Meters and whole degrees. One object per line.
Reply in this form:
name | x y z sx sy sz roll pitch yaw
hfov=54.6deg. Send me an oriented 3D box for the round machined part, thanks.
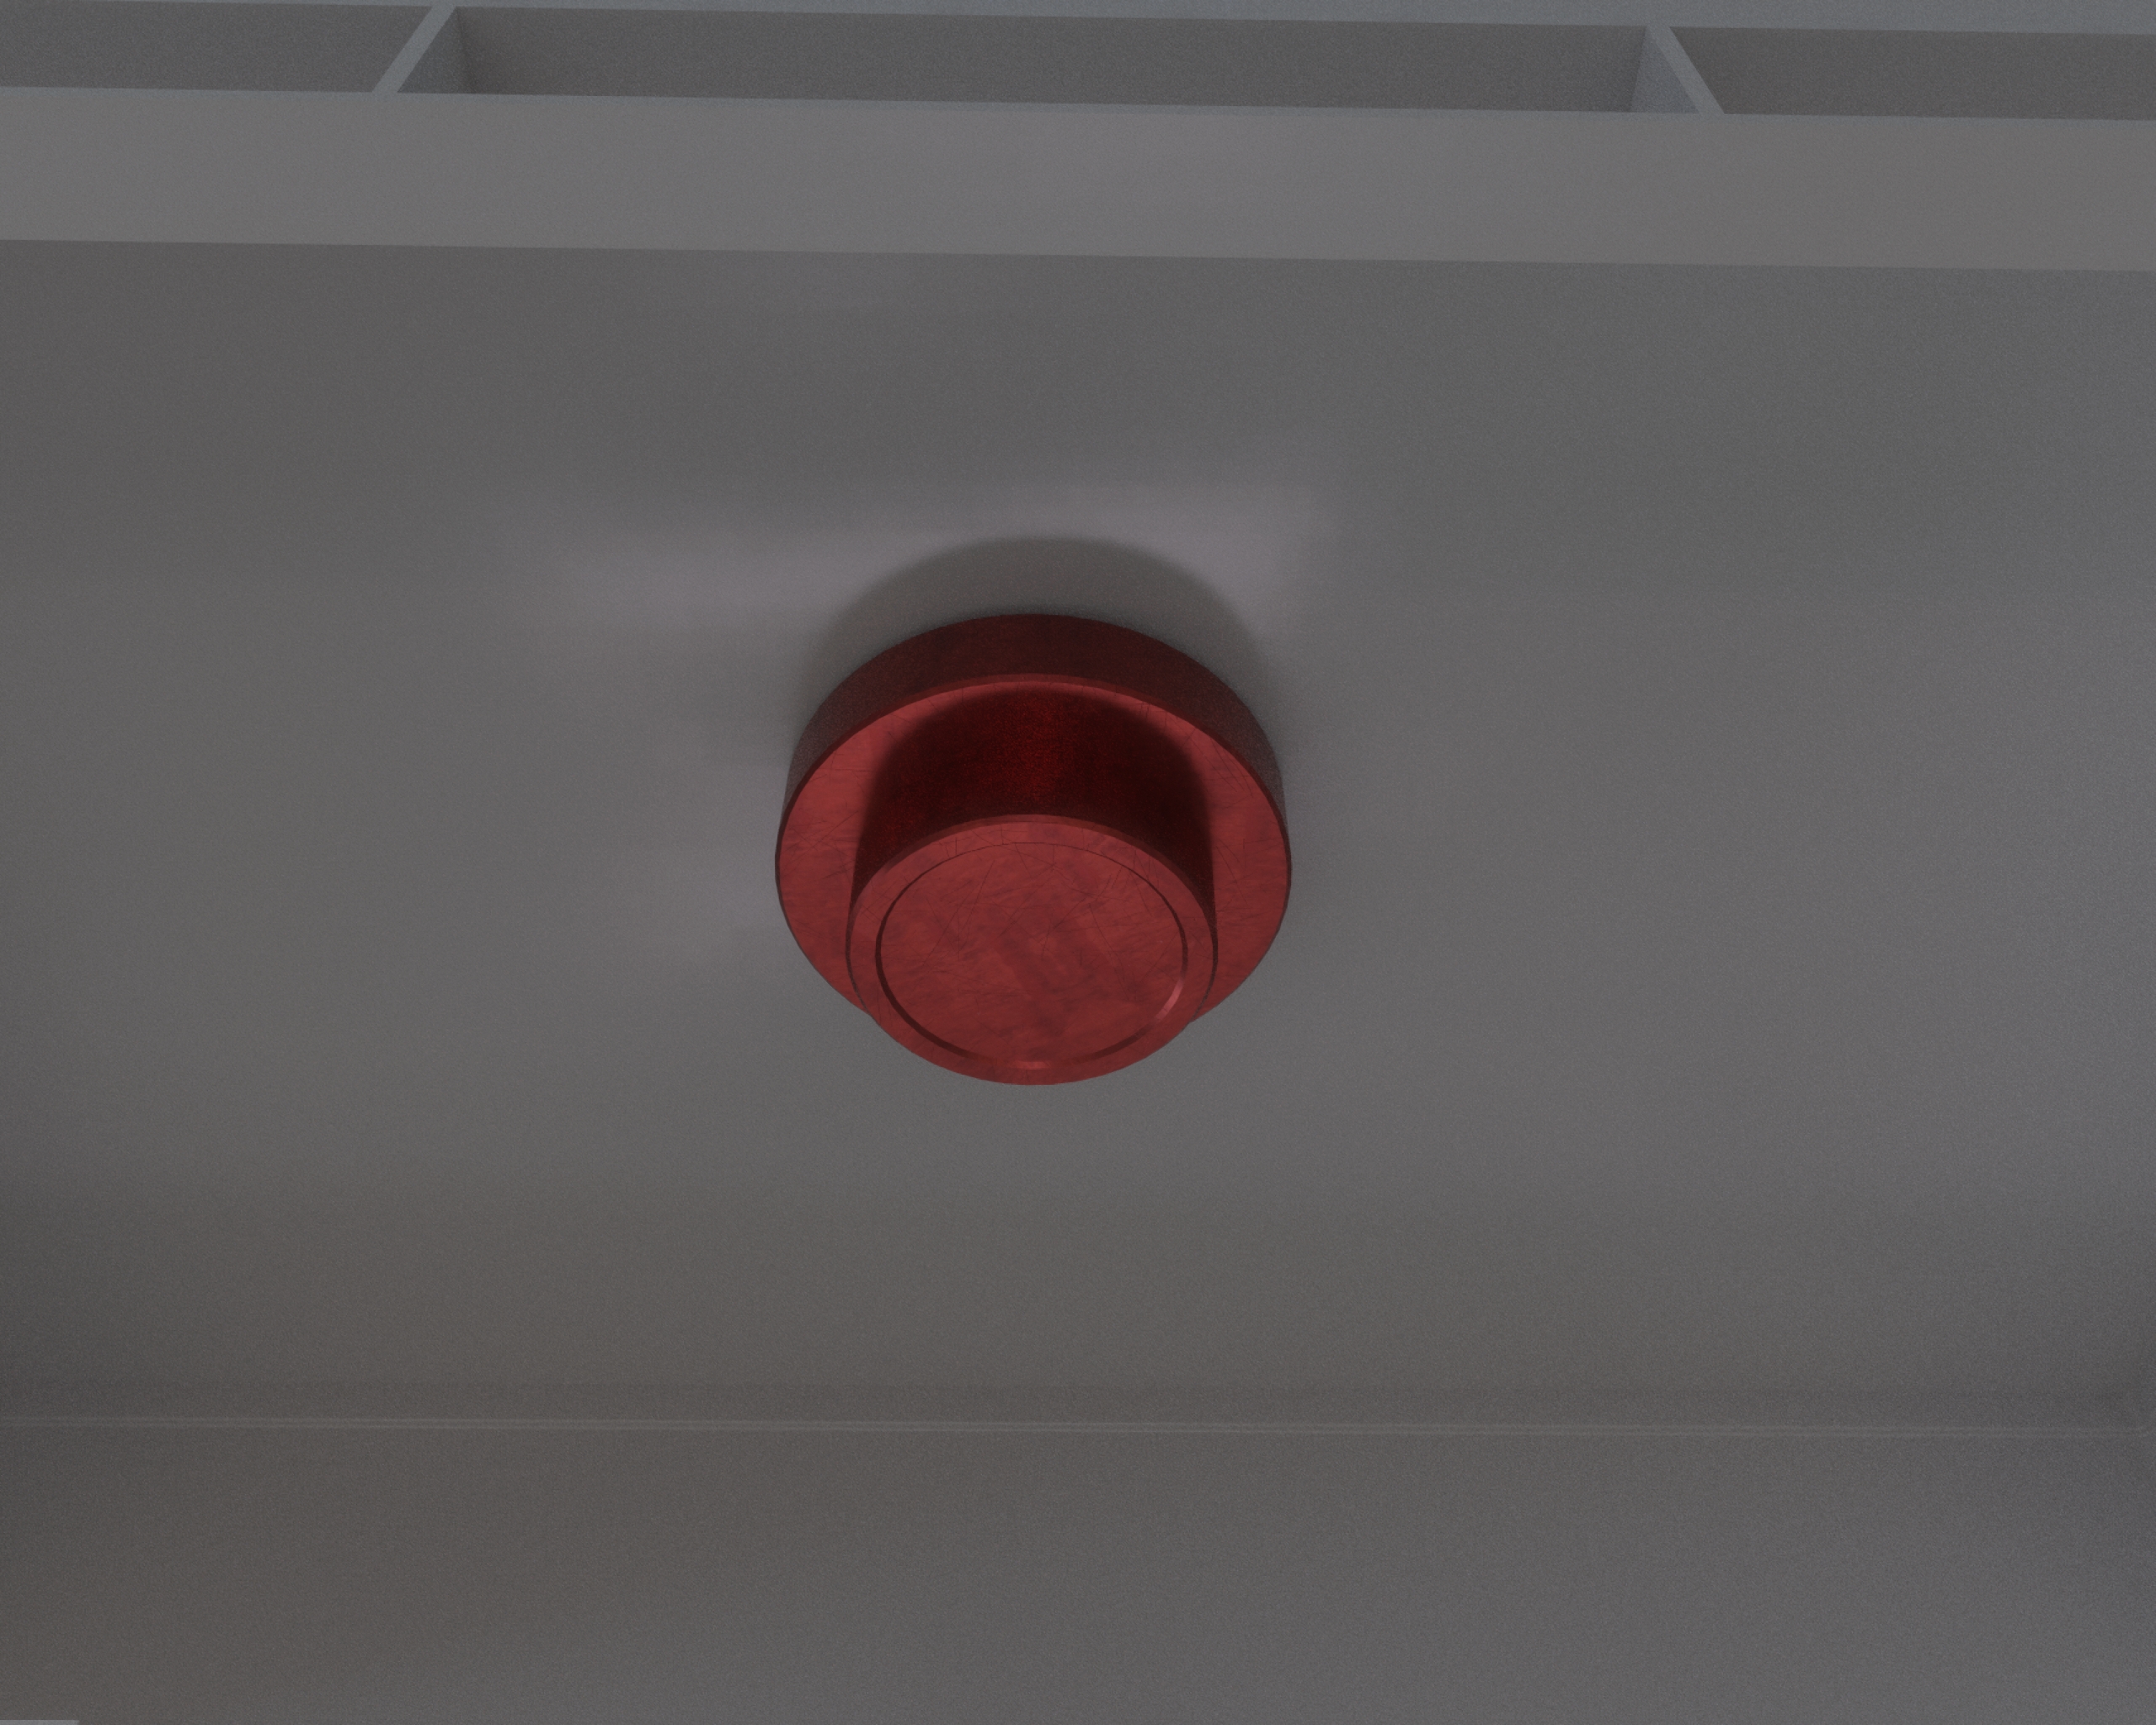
round machined part | -0.008 0.005 0.398 0.099 0.042 0.097 0 130 0
